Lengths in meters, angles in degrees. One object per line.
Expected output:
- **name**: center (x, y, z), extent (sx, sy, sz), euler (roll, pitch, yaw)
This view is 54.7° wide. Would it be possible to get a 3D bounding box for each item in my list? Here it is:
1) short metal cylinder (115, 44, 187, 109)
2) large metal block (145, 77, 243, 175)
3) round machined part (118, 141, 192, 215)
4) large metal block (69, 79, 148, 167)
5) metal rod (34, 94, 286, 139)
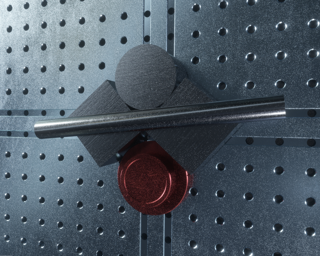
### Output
- **short metal cylinder**: center (-0.010, -0.062, 0.399), extent (0.080, 0.050, 0.079), euler (0, 90, 20)
- **large metal block**: center (0.041, -0.003, 0.378), extent (0.080, 0.050, 0.080), euler (44, 105, 14)
- **round machined part**: center (-0.012, 0.065, 0.403), extent (0.098, 0.042, 0.097), euler (0, 90, 19)
- **large metal block**: center (-0.064, -0.006, 0.418), extent (0.080, 0.050, 0.080), euler (-41, 79, 15)
- **metal rod**: center (-0.017, -0.009, 0.359), extent (0.301, 0.025, 0.025), euler (-5, 89, 20)
